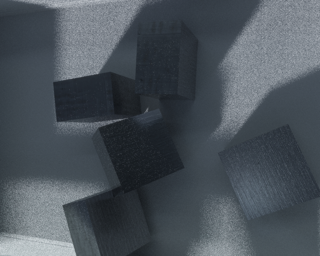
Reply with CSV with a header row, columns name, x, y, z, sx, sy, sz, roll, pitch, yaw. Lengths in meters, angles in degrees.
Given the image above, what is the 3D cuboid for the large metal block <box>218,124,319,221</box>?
name,x,y,z,sx,sy,sz,roll,pitch,yaw
large metal block,0.123,0.048,0.354,0.080,0.050,0.080,-25,82,18

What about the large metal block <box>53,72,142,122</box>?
name,x,y,z,sx,sy,sz,roll,pitch,yaw
large metal block,-0.079,-0.037,0.408,0.080,0.080,0.050,-6,88,19

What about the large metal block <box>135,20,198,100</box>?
name,x,y,z,sx,sy,sz,roll,pitch,yaw
large metal block,0.011,-0.077,0.377,0.050,0.080,0.079,3,91,20

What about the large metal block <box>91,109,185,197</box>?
name,x,y,z,sx,sy,sz,roll,pitch,yaw
large metal block,-0.029,0.031,0.385,0.081,0.050,0.080,-19,81,-25

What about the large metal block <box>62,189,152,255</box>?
name,x,y,z,sx,sy,sz,roll,pitch,yaw
large metal block,-0.066,0.122,0.397,0.050,0.081,0.080,-22,82,40
